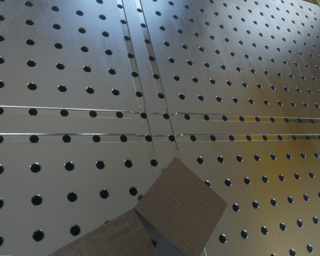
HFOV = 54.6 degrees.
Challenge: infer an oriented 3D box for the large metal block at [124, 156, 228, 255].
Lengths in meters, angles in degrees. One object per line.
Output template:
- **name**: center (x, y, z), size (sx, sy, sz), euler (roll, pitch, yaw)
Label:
- **large metal block**: center (0.015, 0.093, 0.343), size (0.080, 0.050, 0.080), euler (42, 51, 1)

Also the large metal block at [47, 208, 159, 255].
- **large metal block**: center (-0.057, 0.120, 0.268), size (0.081, 0.080, 0.050), euler (-21, 73, -36)
